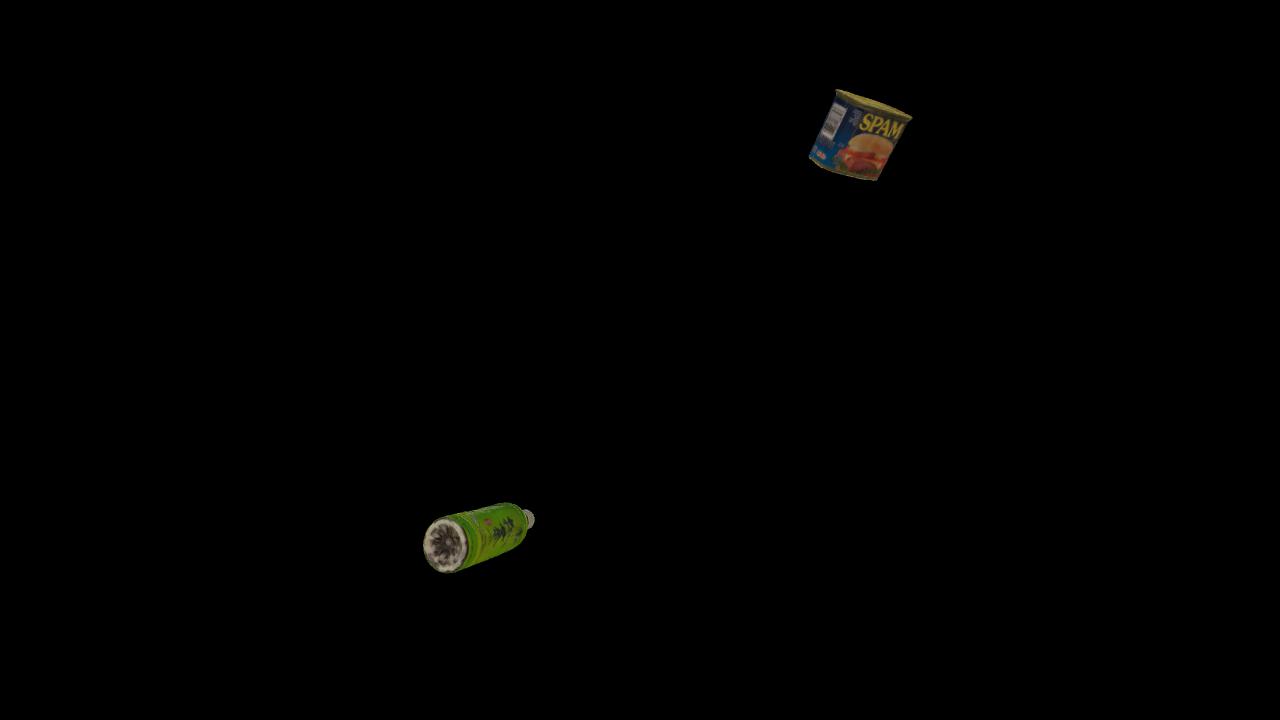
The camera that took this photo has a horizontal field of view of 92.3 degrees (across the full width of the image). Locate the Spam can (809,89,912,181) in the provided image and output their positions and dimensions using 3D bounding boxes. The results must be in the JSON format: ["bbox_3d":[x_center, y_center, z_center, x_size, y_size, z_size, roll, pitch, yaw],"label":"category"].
[{"bbox_3d":[0.271,-0.277,0.765,0.101,0.085,0.058,2,37,-28],"label":"Spam can"}]

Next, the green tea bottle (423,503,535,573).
[{"bbox_3d":[-0.209,0.238,0.853,0.073,0.073,0.212,0,-6,16],"label":"green tea bottle"}]
